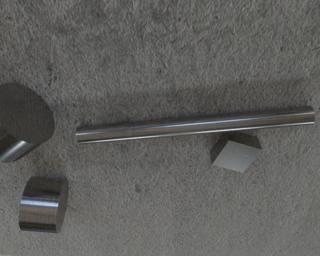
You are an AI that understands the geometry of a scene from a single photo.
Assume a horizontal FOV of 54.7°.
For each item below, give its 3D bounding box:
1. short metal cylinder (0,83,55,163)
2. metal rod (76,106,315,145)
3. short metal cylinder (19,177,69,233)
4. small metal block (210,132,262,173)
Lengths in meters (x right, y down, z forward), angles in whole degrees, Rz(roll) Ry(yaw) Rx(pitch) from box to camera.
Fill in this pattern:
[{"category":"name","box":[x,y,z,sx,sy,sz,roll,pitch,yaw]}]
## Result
[{"category":"short metal cylinder","box":[-0.173,-0.006,0.364,0.050,0.080,0.080,-31,124,23]},{"category":"metal rod","box":[0.042,-0.003,0.404,0.302,0.025,0.025,-5,130,4]},{"category":"short metal cylinder","box":[-0.172,0.115,0.467,0.050,0.080,0.079,7,130,-6]},{"category":"small metal block","box":[0.105,0.032,0.436,0.050,0.025,0.050,16,128,-13]}]
